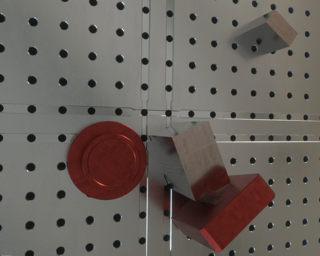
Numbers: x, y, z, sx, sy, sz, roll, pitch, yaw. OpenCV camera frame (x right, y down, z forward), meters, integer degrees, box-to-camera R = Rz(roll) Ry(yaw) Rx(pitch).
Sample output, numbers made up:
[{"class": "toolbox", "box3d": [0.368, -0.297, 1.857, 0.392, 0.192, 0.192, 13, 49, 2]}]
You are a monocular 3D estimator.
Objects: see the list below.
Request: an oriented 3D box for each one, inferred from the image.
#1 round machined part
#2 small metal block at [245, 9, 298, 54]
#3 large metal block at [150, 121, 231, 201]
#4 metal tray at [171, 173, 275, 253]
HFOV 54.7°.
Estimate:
[{"class": "round machined part", "box3d": [-0.063, 0.040, 0.380, 0.099, 0.042, 0.097, 0, 90, -20]}, {"class": "small metal block", "box3d": [0.164, -0.141, 0.459, 0.050, 0.050, 0.025, 38, 78, -16]}, {"class": "large metal block", "box3d": [0.035, 0.038, 0.396, 0.050, 0.080, 0.080, -23, 98, -18]}, {"class": "metal tray", "box3d": [0.070, 0.098, 0.381, 0.090, 0.130, 0.030, -38, 89, -16]}]
